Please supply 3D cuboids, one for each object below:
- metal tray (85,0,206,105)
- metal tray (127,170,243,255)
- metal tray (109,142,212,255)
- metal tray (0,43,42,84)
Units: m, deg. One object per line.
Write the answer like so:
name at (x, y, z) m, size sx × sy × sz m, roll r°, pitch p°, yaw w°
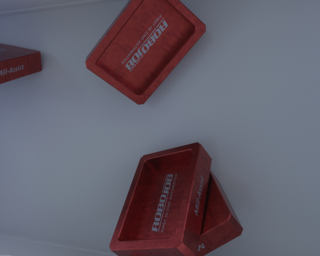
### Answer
metal tray at (-0.019, -0.104, 0.386) m, size 0.090 × 0.030 × 0.130 m, roll 35°, pitch 105°, yaw -23°
metal tray at (0.019, 0.112, 0.360) m, size 0.130 × 0.090 × 0.030 m, roll -33°, pitch 119°, yaw 9°
metal tray at (0.005, 0.081, 0.350) m, size 0.090 × 0.130 × 0.030 m, roll -16°, pitch 127°, yaw 32°
metal tray at (-0.247, -0.090, 0.438) m, size 0.090 × 0.131 × 0.030 m, roll 14°, pitch 117°, yaw 18°
